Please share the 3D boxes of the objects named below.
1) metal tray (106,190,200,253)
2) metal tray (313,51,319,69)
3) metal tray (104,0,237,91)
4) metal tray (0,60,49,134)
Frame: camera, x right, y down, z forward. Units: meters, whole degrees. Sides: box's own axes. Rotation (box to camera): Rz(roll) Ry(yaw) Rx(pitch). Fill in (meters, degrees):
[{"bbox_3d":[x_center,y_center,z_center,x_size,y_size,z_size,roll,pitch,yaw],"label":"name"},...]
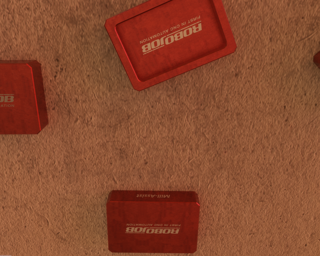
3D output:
[{"bbox_3d":[-0.010,0.139,0.458,0.131,0.030,0.089,1,110,-1],"label":"metal tray"},{"bbox_3d":[0.269,-0.097,0.374,0.090,0.030,0.130,42,105,-14],"label":"metal tray"},{"bbox_3d":[0.013,-0.109,0.366,0.130,0.030,0.090,-22,109,7],"label":"metal tray"},{"bbox_3d":[-0.216,-0.038,0.391,0.131,0.030,0.089,0,110,0],"label":"metal tray"}]
